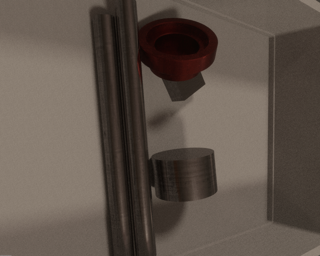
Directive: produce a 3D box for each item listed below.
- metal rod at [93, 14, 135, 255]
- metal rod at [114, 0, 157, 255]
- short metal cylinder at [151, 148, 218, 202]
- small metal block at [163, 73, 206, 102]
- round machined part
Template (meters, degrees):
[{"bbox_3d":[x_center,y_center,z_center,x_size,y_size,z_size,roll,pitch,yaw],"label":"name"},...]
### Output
[{"bbox_3d":[-0.053,0.022,0.363,0.025,0.025,0.298,-8,95,-40],"label":"metal rod"},{"bbox_3d":[-0.028,0.005,0.363,0.025,0.025,0.298,-8,95,-40],"label":"metal rod"},{"bbox_3d":[0.032,0.057,0.400,0.081,0.080,0.050,-10,97,-40],"label":"short metal cylinder"},{"bbox_3d":[0.032,-0.071,0.435,0.050,0.025,0.050,-39,115,-33],"label":"small metal block"},{"bbox_3d":[0.021,-0.096,0.391,0.099,0.098,0.042,-40,151,-33],"label":"round machined part"}]
